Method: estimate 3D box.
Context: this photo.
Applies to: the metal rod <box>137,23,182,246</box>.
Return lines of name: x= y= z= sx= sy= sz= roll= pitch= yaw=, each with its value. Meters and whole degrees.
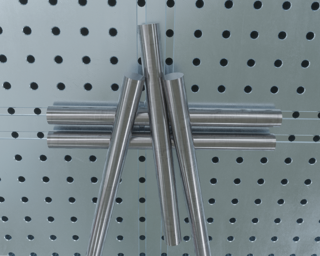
metal rod: x=0.003 y=0.023 z=0.396 sx=0.025 sy=0.025 sz=0.298 roll=-6 pitch=110 yaw=2

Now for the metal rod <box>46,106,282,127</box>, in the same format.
metal rod: x=0.007 y=-0.015 z=0.408 sx=0.302 sy=0.025 sz=0.025 roll=1 pitch=110 yaw=-1

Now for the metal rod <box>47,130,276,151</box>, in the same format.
metal rod: x=0.003 y=0.017 z=0.420 sx=0.302 sy=0.025 sz=0.025 roll=1 pitch=110 yaw=-1

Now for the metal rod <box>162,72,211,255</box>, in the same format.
metal rod: x=0.041 y=0.071 z=0.420 sx=0.025 sy=0.025 sz=0.298 roll=-10 pitch=117 yaw=3

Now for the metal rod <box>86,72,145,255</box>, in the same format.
metal rod: x=-0.066 y=0.069 z=0.418 sx=0.025 sy=0.025 sz=0.298 roll=13 pitch=117 yaw=-5
